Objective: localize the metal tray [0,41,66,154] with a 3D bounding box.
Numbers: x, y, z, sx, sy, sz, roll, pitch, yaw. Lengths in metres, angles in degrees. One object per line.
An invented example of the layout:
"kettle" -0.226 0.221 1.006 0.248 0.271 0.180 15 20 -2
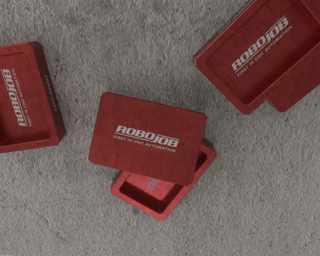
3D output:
"metal tray" -0.182 -0.037 0.391 0.091 0.030 0.129 -9 110 3

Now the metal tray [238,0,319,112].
"metal tray" 0.168 -0.094 0.374 0.130 0.030 0.090 -42 105 13

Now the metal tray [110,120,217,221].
"metal tray" 0.003 0.056 0.427 0.090 0.030 0.129 32 107 -12

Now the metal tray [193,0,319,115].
"metal tray" 0.112 -0.089 0.342 0.090 0.030 0.130 43 104 -14

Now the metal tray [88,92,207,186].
"metal tray" -0.015 0.012 0.387 0.131 0.030 0.089 13 93 6
